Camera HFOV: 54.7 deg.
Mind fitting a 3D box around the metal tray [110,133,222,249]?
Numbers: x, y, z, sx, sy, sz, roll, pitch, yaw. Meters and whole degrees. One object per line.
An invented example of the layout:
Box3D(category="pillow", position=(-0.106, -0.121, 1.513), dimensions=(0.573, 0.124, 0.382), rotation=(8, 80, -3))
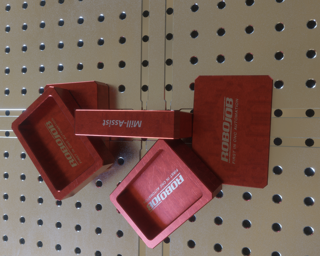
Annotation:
Box3D(category="metal tray", position=(0.002, 0.081, 0.388), dimensions=(0.090, 0.030, 0.129), rotation=(48, 121, 13))

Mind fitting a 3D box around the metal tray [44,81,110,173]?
Box3D(category="metal tray", position=(-0.121, 0.000, 0.451), dimensions=(0.090, 0.030, 0.129), rotation=(-1, 90, 20))

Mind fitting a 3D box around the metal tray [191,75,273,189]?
Box3D(category="metal tray", position=(0.087, 0.003, 0.378), dimensions=(0.090, 0.030, 0.129), rotation=(3, 91, 19))

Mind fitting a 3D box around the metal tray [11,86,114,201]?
Box3D(category="metal tray", position=(-0.134, 0.020, 0.422), dimensions=(0.090, 0.030, 0.130), rotation=(-39, 78, 15))

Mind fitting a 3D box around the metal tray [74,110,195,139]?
Box3D(category="metal tray", position=(-0.027, -0.005, 0.386), dimensions=(0.130, 0.090, 0.030), rotation=(2, 91, 19))
